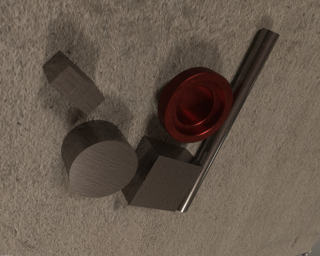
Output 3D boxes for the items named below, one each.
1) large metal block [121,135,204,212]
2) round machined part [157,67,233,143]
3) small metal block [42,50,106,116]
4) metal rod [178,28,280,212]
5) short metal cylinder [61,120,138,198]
[{"bbox_3d":[0.000,0.065,0.433,0.080,0.050,0.080,19,108,-36],"label":"large metal block"},{"bbox_3d":[0.041,-0.033,0.400,0.099,0.042,0.097,-14,125,-21],"label":"round machined part"},{"bbox_3d":[-0.088,-0.046,0.315,0.025,0.050,0.050,-44,130,2],"label":"small metal block"},{"bbox_3d":[0.090,0.001,0.458,0.025,0.025,0.298,11,113,-33],"label":"metal rod"},{"bbox_3d":[-0.074,0.037,0.374,0.081,0.050,0.079,-14,125,-21],"label":"short metal cylinder"}]
